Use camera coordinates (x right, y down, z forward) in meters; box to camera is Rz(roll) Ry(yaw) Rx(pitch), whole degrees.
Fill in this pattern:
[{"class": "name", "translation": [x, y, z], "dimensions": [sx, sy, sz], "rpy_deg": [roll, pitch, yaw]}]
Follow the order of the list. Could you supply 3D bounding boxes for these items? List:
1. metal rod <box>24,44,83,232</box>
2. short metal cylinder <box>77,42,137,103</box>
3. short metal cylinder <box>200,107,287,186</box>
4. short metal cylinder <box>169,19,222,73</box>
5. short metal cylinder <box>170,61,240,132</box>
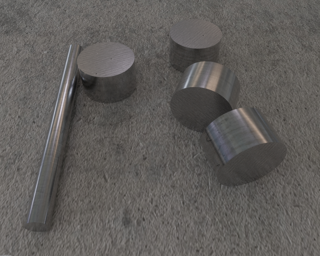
[{"class": "metal rod", "translation": [-0.132, -0.013, 0.413], "dimensions": [0.025, 0.025, 0.300], "rpy_deg": [-2, 50, -2]}, {"class": "short metal cylinder", "translation": [-0.076, -0.082, 0.456], "dimensions": [0.081, 0.050, 0.080], "rpy_deg": [0, 50, 0]}, {"class": "short metal cylinder", "translation": [0.093, 0.023, 0.349], "dimensions": [0.081, 0.080, 0.050], "rpy_deg": [-13, 52, -11]}, {"class": "short metal cylinder", "translation": [0.056, -0.131, 0.497], "dimensions": [0.081, 0.050, 0.080], "rpy_deg": [0, 50, 0]}, {"class": "short metal cylinder", "translation": [0.059, -0.038, 0.400], "dimensions": [0.080, 0.080, 0.050], "rpy_deg": [15, 52, 12]}]
